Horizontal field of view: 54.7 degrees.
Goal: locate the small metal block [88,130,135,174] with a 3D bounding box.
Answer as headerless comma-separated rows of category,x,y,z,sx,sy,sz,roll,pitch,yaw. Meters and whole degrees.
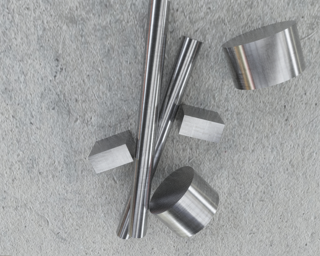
small metal block,-0.061,0.030,0.407,0.050,0.050,0.025,-19,109,7

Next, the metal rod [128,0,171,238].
metal rod,-0.016,-0.002,0.388,0.025,0.025,0.298,6,103,-2

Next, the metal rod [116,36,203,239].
metal rod,-0.007,0.026,0.419,0.025,0.025,0.298,17,109,-7

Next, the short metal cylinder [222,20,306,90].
short metal cylinder,0.117,-0.083,0.351,0.080,0.080,0.050,-20,109,7

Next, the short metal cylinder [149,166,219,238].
short metal cylinder,0.032,0.098,0.417,0.080,0.080,0.050,-41,105,13

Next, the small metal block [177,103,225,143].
small metal block,0.050,-0.007,0.394,0.050,0.050,0.025,13,110,-5
